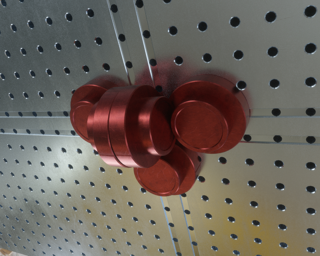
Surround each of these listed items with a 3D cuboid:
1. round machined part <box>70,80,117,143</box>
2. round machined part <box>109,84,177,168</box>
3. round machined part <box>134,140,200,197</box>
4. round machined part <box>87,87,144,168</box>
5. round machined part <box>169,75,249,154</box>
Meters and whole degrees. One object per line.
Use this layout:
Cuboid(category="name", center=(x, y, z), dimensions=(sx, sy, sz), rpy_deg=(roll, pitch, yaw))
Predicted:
Cuboid(category="round machined part", center=(-0.086, -0.015, 0.434), dimensions=(0.098, 0.042, 0.097), rpy_deg=(13, 124, 20))
Cuboid(category="round machined part", center=(-0.013, -0.002, 0.361), dimensions=(0.042, 0.098, 0.097), rpy_deg=(-1, 118, 28))
Cuboid(category="round machined part", center=(0.003, 0.056, 0.432), dimensions=(0.098, 0.042, 0.097), rpy_deg=(13, 124, 20))
Cuboid(category="round machined part", center=(-0.052, -0.001, 0.381), dimensions=(0.042, 0.098, 0.097), rpy_deg=(1, 119, 27))
Cuboid(category="round machined part", center=(0.051, -0.010, 0.365), dimensions=(0.098, 0.042, 0.097), rpy_deg=(13, 124, 20))
